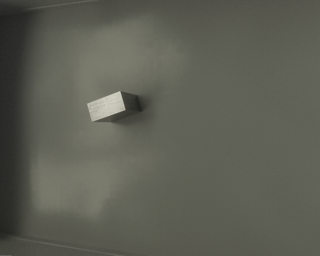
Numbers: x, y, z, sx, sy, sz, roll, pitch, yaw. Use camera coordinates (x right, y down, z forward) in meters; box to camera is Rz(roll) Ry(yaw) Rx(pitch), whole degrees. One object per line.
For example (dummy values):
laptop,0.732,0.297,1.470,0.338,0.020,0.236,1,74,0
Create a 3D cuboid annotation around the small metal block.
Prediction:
small metal block,-0.060,-0.027,0.417,0.050,0.050,0.025,-18,84,19
